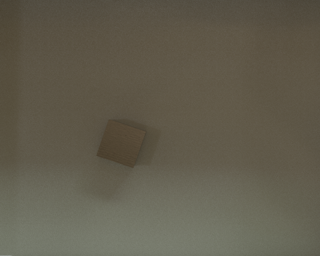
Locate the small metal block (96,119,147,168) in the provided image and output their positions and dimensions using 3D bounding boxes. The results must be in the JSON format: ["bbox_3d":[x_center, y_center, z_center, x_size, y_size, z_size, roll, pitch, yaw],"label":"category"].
[{"bbox_3d":[-0.050,0.020,0.411,0.050,0.025,0.050,19,90,-1],"label":"small metal block"}]
